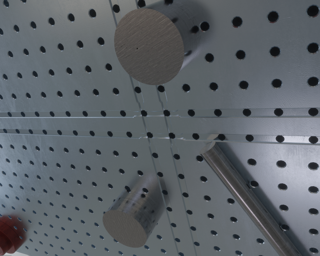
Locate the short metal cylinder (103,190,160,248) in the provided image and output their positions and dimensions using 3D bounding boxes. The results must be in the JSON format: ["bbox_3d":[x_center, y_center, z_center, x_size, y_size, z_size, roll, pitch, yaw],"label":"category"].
[{"bbox_3d":[-0.047,0.149,0.512,0.080,0.050,0.079,13,124,21],"label":"short metal cylinder"}]

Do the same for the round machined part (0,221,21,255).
[{"bbox_3d":[-0.412,0.289,0.797,0.098,0.042,0.097,13,124,21],"label":"round machined part"}]

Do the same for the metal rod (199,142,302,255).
[{"bbox_3d":[0.152,0.141,0.417,0.025,0.025,0.300,-32,101,38],"label":"metal rod"}]

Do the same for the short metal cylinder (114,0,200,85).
[{"bbox_3d":[-0.002,-0.093,0.338,0.080,0.050,0.079,13,124,21],"label":"short metal cylinder"}]
